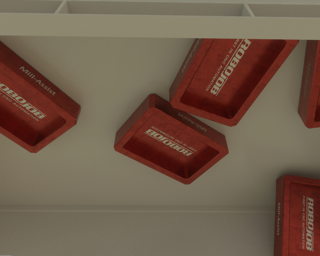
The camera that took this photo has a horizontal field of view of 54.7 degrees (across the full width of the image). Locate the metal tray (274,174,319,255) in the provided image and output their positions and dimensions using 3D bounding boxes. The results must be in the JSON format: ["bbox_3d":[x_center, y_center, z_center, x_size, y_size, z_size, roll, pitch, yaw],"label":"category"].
[{"bbox_3d":[0.221,0.141,0.459,0.091,0.130,0.030,9,163,-1],"label":"metal tray"}]

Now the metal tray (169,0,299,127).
[{"bbox_3d":[0.076,-0.067,0.348,0.091,0.030,0.129,17,128,-15],"label":"metal tray"}]

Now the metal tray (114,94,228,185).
[{"bbox_3d":[0.016,0.020,0.422,0.131,0.030,0.090,29,124,-23],"label":"metal tray"}]

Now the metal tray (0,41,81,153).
[{"bbox_3d":[-0.175,-0.033,0.375,0.090,0.030,0.130,-32,124,24],"label":"metal tray"}]

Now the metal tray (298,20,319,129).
[{"bbox_3d":[0.215,-0.062,0.354,0.090,0.030,0.129,-8,130,6],"label":"metal tray"}]
